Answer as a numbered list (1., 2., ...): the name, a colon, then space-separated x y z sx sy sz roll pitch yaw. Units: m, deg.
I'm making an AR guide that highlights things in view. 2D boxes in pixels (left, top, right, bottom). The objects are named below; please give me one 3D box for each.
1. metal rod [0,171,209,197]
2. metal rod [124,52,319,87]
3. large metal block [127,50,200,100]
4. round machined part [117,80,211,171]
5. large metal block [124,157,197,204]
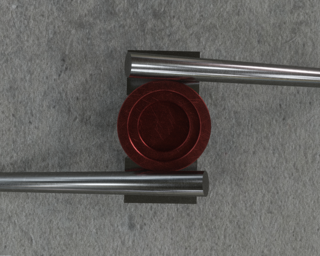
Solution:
1. metal rod: -0.095 0.063 0.354 0.301 0.025 0.025 -4 90 22
2. metal rod: 0.109 -0.063 0.359 0.303 0.025 0.025 -1 90 -22
3. large metal block: 0.004 -0.061 0.384 0.081 0.080 0.050 1 90 -1
4. round machined part: 0.004 -0.002 0.344 0.099 0.042 0.097 0 90 -1
5. large metal block: 0.001 0.059 0.384 0.081 0.080 0.050 1 90 -1
